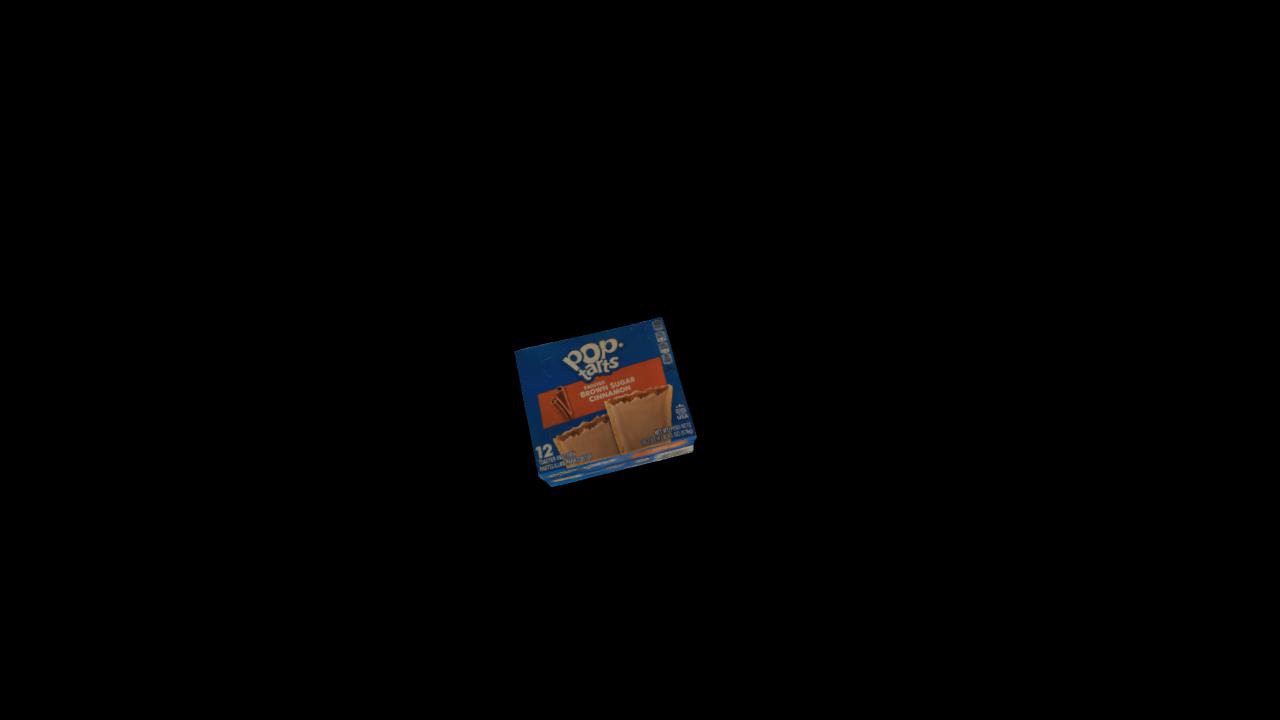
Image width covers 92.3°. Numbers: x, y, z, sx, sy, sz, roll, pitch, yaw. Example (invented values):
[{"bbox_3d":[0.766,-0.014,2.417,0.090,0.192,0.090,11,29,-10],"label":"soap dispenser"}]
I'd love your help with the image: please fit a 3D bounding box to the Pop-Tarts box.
[{"bbox_3d":[-0.037,0.047,0.674,0.167,0.141,0.083,-13,-21,-5],"label":"Pop-Tarts box"}]
